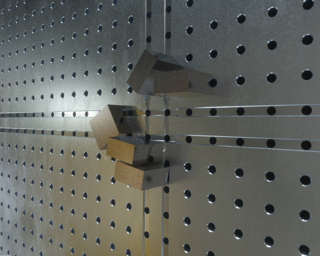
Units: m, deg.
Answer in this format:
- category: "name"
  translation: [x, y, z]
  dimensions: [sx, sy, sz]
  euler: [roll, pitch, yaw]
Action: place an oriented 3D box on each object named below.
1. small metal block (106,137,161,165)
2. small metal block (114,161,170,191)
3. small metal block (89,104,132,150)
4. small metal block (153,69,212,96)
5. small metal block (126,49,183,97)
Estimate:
- category: "small metal block"
  translation: [-0.036, 0.029, 0.421]
  dimensions: [0.050, 0.050, 0.025]
  euler: [14, 99, 39]
- category: "small metal block"
  translation: [-0.024, 0.060, 0.411]
  dimensions: [0.050, 0.050, 0.025]
  euler: [14, 99, 39]
- category: "small metal block"
  translation: [-0.076, -0.001, 0.470]
  dimensions: [0.050, 0.025, 0.050]
  euler: [-37, 67, 33]
- category: "small metal block"
  translation: [0.028, -0.052, 0.369]
  dimensions: [0.050, 0.050, 0.025]
  euler: [1, 91, 39]
- category: "small metal block"
  translation: [-0.007, -0.069, 0.397]
  dimensions: [0.025, 0.050, 0.050]
  euler: [48, 118, 29]
